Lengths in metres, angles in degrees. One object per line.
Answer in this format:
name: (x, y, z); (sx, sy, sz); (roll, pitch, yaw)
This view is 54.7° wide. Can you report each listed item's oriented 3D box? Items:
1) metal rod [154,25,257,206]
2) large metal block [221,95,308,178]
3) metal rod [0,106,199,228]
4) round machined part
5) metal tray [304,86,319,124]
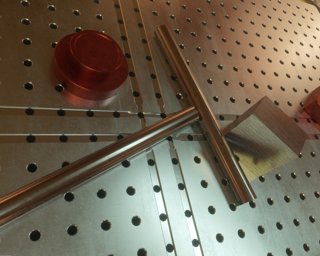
metal rod: (0.060, -0.031, 0.461); (0.025, 0.025, 0.299); (-12, 68, -33)
large metal block: (0.146, 0.014, 0.445); (0.080, 0.080, 0.050); (44, 51, 1)
metal rod: (-0.061, 0.034, 0.355); (0.302, 0.025, 0.025); (-27, 77, -37)
round machined part: (-0.087, -0.089, 0.405); (0.099, 0.042, 0.098); (14, 56, -21)
metal tray: (0.355, -0.021, 0.613); (0.130, 0.030, 0.090); (45, 51, 3)
